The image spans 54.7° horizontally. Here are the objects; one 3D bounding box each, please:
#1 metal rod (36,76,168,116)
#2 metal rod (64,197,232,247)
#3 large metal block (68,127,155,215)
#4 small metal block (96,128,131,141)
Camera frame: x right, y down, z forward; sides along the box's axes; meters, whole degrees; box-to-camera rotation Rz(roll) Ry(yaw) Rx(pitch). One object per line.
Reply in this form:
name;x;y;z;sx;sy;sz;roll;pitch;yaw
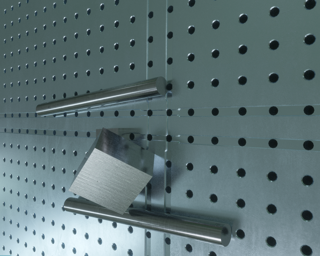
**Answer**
metal rod;-0.112;-0.045;0.502;0.300;0.025;0.025;-5;87;39
metal rod;-0.041;0.127;0.443;0.300;0.025;0.025;-3;88;40
large metal block;-0.064;0.059;0.418;0.080;0.080;0.050;-54;15;26
small metal block;-0.070;0.026;0.468;0.050;0.025;0.050;-3;88;40
